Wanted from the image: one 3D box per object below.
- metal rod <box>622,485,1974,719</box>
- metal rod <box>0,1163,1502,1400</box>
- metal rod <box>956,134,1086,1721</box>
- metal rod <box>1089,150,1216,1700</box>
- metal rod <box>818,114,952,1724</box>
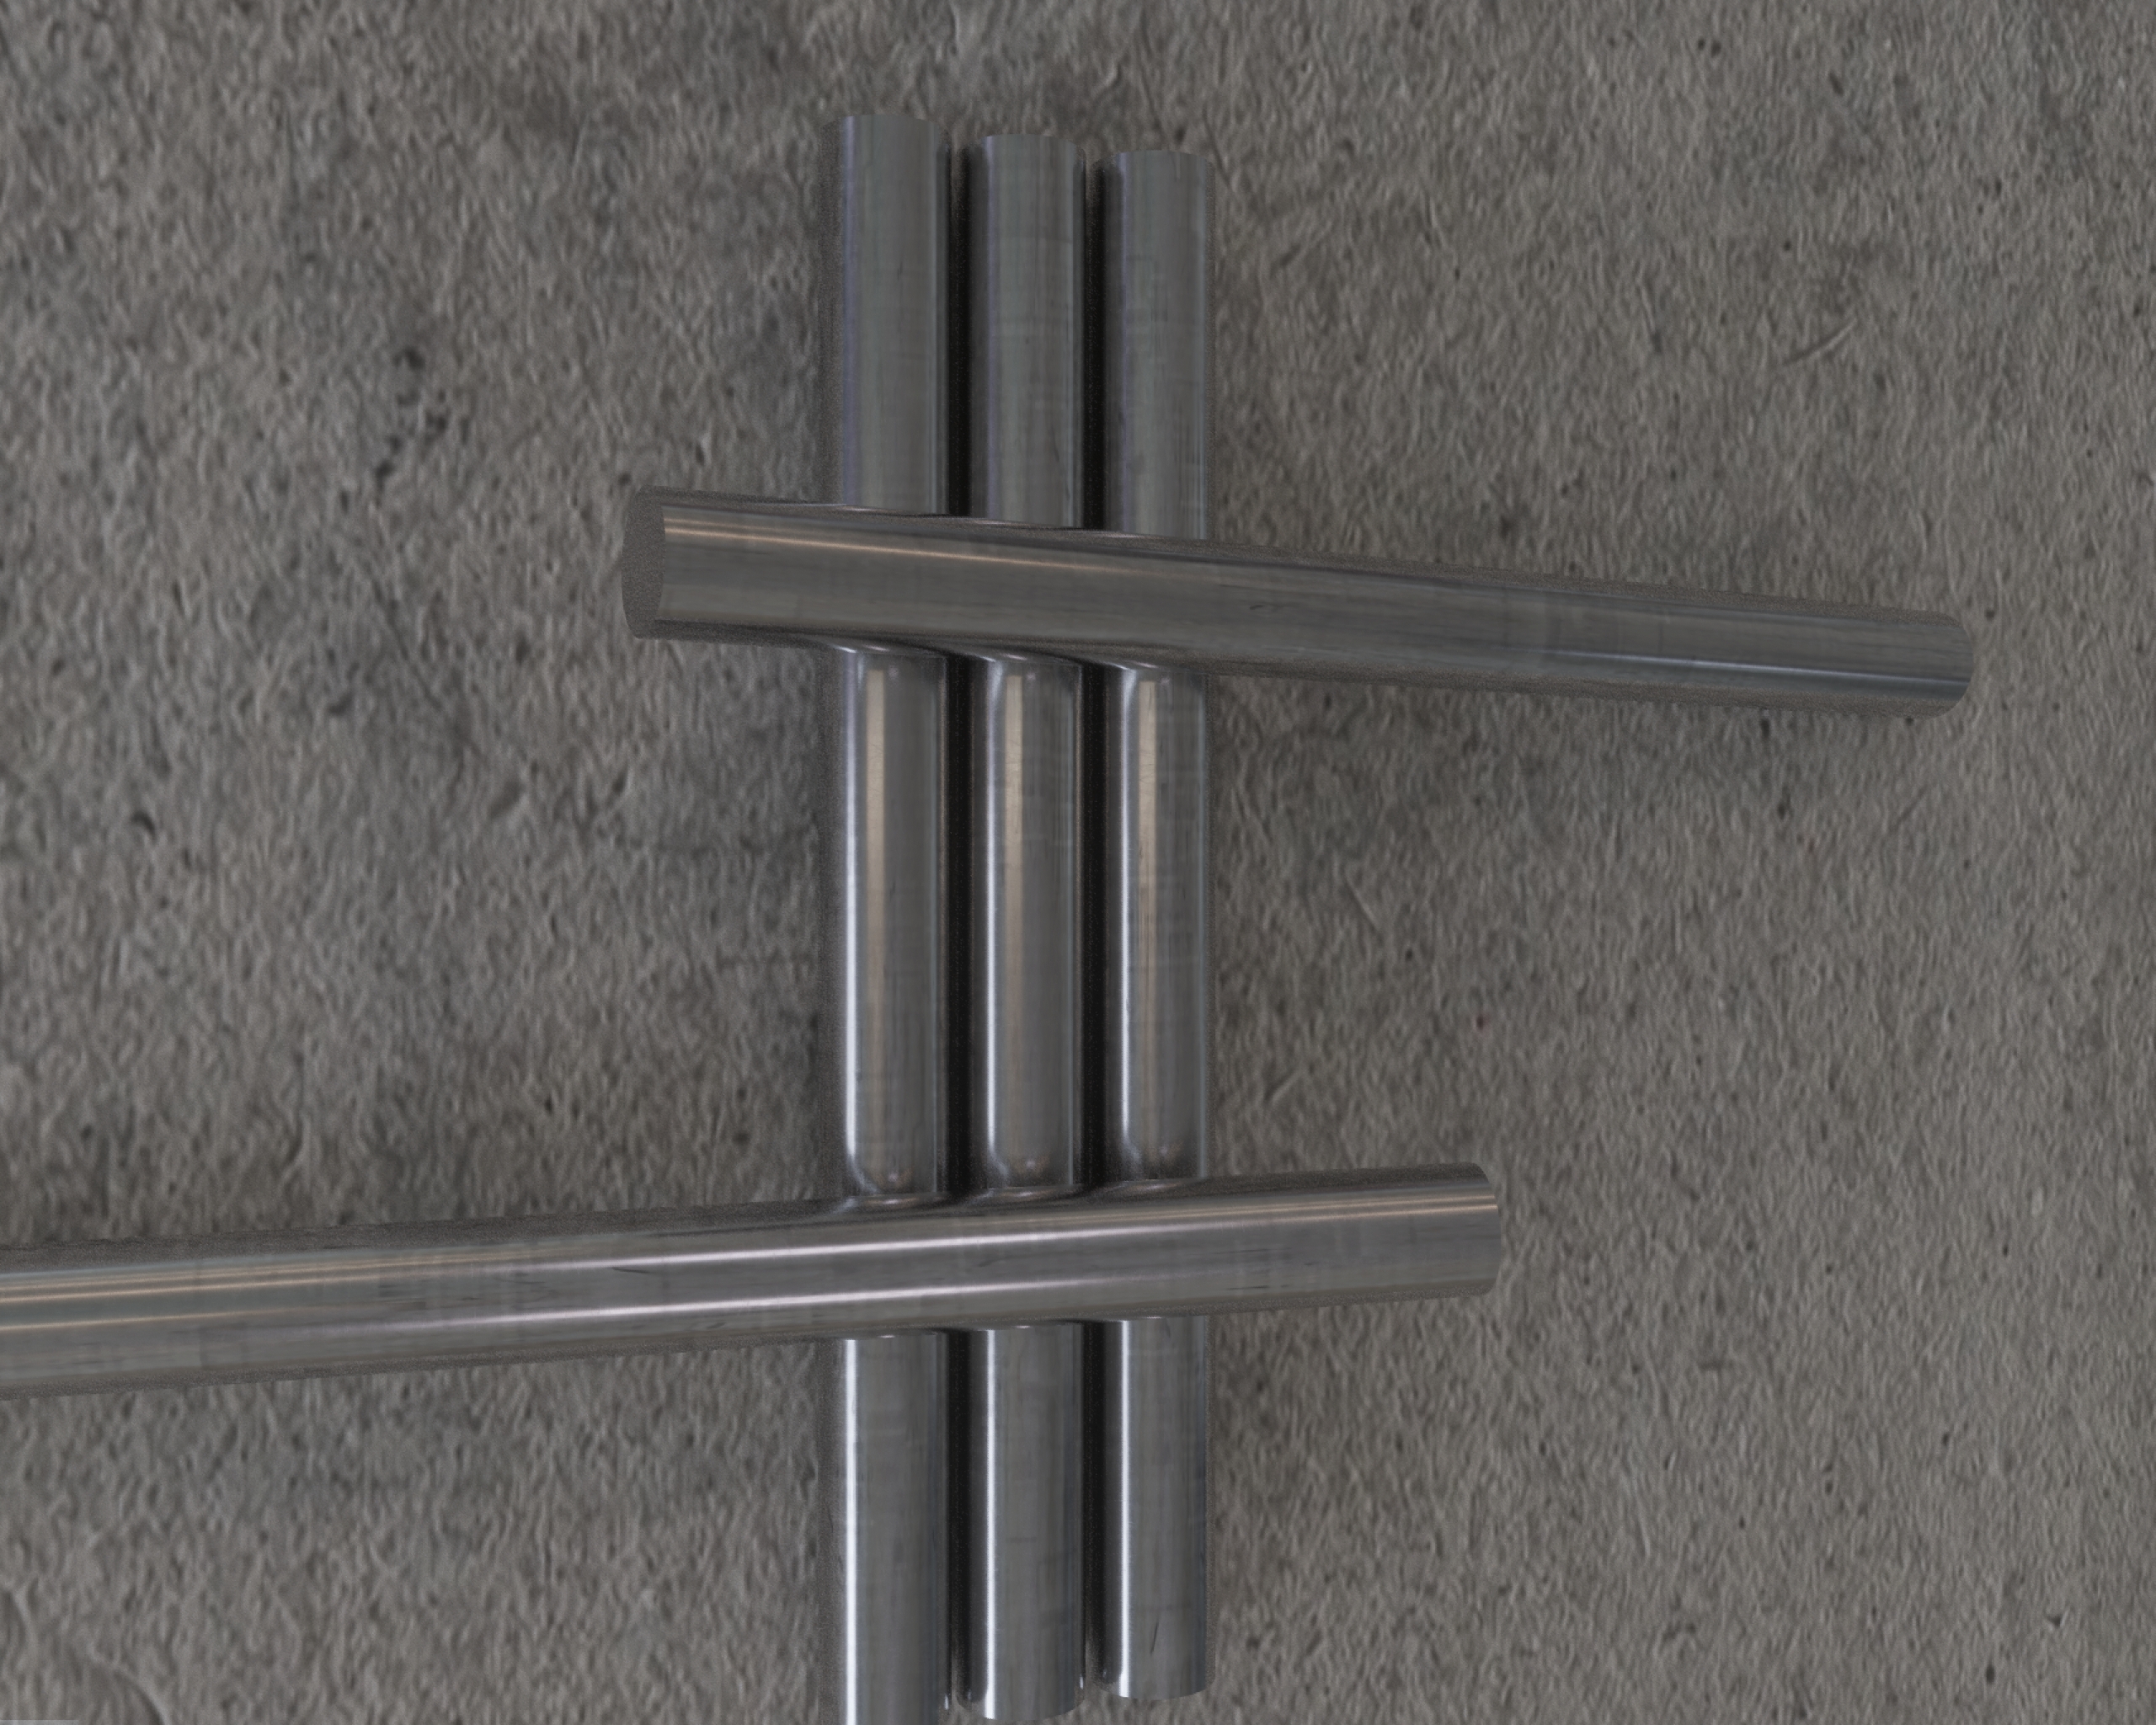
[{"bbox_3d":[0.063,-0.047,0.410,0.303,0.025,0.025,1,90,-28],"label":"metal rod"},{"bbox_3d":[-0.073,0.072,0.360,0.302,0.025,0.025,-1,91,-12],"label":"metal rod"},{"bbox_3d":[-0.011,0.012,0.404,0.025,0.025,0.298,0,90,-20],"label":"metal rod"},{"bbox_3d":[0.015,0.012,0.414,0.025,0.025,0.298,0,90,-20],"label":"metal rod"},{"bbox_3d":[-0.036,0.012,0.395,0.025,0.025,0.298,0,90,-20],"label":"metal rod"}]
